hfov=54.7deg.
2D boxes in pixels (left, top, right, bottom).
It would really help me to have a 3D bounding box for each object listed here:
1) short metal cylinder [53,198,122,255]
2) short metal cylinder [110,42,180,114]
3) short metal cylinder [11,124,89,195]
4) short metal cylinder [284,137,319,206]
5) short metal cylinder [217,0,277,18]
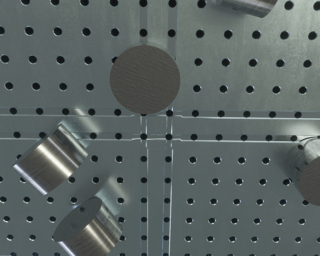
[{"bbox_3d":[-0.101,0.145,0.437,0.080,0.080,0.050,-30,108,10],"label":"short metal cylinder"},{"bbox_3d":[-0.017,-0.062,0.377,0.081,0.050,0.079,0,110,0],"label":"short metal cylinder"},{"bbox_3d":[-0.140,0.039,0.397,0.080,0.080,0.050,-36,106,12],"label":"short metal cylinder"},{"bbox_3d":[0.220,0.059,0.424,0.081,0.050,0.079,0,110,0],"label":"short metal cylinder"},{"bbox_3d":[0.097,-0.163,0.325,0.050,0.080,0.079,13,110,-5],"label":"short metal cylinder"}]
